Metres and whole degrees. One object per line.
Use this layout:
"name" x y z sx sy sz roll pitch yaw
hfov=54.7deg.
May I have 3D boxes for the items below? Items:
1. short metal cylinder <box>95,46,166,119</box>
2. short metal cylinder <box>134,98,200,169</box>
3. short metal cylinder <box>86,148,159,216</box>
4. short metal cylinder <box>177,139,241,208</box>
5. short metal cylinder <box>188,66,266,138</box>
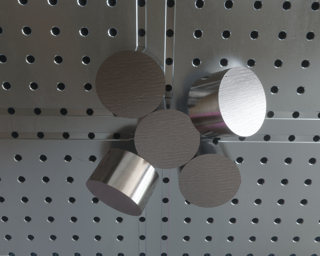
"short metal cylinder" -0.034 -0.057 0.378 0.081 0.050 0.079 0 110 -1
"short metal cylinder" 0.009 0.006 0.402 0.081 0.050 0.079 0 110 -1
"short metal cylinder" -0.048 0.071 0.404 0.080 0.050 0.080 21 147 15
"short metal cylinder" 0.064 0.061 0.423 0.081 0.050 0.079 0 110 -1
"short metal cylinder" 0.080 -0.029 0.369 0.081 0.050 0.080 3 85 -35
